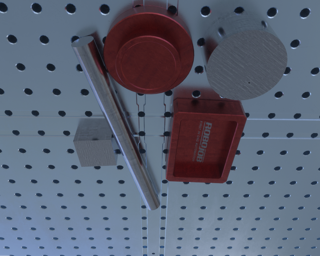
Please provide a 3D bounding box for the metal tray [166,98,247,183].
[{"bbox_3d":[0.058,0.022,0.428,0.091,0.030,0.129,3,130,-3],"label":"metal tray"}]

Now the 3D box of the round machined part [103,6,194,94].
[{"bbox_3d":[-0.012,-0.076,0.336,0.099,0.042,0.097,0,130,0],"label":"round machined part"}]

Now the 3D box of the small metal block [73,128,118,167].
[{"bbox_3d":[-0.088,0.027,0.434,0.050,0.025,0.050,-3,130,2],"label":"small metal block"}]

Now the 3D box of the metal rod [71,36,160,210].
[{"bbox_3d":[-0.047,0.018,0.425,0.025,0.025,0.299,-11,130,9],"label":"metal rod"}]

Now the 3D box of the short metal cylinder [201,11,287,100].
[{"bbox_3d":[0.087,-0.077,0.331,0.081,0.050,0.079,0,130,0],"label":"short metal cylinder"}]
